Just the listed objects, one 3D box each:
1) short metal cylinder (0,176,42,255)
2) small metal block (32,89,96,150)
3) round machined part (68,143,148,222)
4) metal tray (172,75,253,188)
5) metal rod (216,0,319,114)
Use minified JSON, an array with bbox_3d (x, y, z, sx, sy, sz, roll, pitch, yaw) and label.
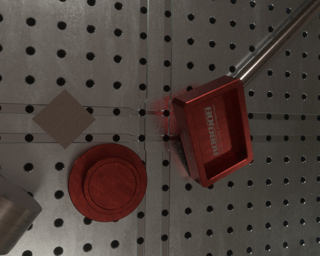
[{"bbox_3d":[-0.172,0.085,0.320,0.080,0.080,0.050,39,78,-16],"label":"short metal cylinder"},{"bbox_3d":[-0.115,-0.010,0.371,0.050,0.025,0.050,47,75,-15],"label":"small metal block"},{"bbox_3d":[-0.062,0.068,0.382,0.099,0.042,0.097,0,90,-21],"label":"round machined part"},{"bbox_3d":[0.075,0.005,0.417,0.091,0.030,0.129,-25,118,-18],"label":"metal tray"},{"bbox_3d":[0.165,-0.114,0.475,0.301,0.025,0.025,-44,104,-15],"label":"metal rod"}]
